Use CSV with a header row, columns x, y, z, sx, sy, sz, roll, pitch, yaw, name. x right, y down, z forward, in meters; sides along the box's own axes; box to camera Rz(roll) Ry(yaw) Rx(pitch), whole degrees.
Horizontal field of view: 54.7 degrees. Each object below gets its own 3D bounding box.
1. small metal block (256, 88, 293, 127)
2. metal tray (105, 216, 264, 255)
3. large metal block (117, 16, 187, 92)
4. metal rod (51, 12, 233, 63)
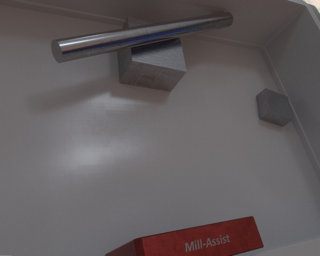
x,y,z,sx,sy,sz,roll,pitch,yaw,name
0.198,-0.035,0.537,0.050,0.025,0.050,16,55,-19,small metal block
0.023,0.120,0.303,0.131,0.090,0.030,0,62,-29,metal tray
-0.014,-0.105,0.447,0.081,0.050,0.080,6,59,-25,large metal block
0.000,-0.131,0.422,0.302,0.025,0.025,-24,75,-37,metal rod
